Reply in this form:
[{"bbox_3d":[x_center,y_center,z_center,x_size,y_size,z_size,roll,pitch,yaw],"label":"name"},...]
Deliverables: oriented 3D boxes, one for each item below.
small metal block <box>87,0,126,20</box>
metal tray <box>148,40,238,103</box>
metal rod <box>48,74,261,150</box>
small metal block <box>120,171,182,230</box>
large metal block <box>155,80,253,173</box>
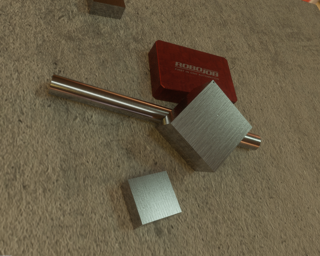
[{"bbox_3d":[-0.086,-0.200,0.481,0.050,0.025,0.050,0,62,-29],"label":"small metal block"},{"bbox_3d":[0.050,-0.079,0.478,0.131,0.030,0.090,8,58,-24],"label":"metal tray"},{"bbox_3d":[0.008,-0.015,0.418,0.302,0.025,0.025,15,56,-20],"label":"metal rod"},{"bbox_3d":[-0.011,0.081,0.350,0.050,0.025,0.050,-8,66,-32],"label":"small metal block"},{"bbox_3d":[0.055,-0.001,0.395,0.080,0.050,0.080,48,69,-11],"label":"large metal block"}]
